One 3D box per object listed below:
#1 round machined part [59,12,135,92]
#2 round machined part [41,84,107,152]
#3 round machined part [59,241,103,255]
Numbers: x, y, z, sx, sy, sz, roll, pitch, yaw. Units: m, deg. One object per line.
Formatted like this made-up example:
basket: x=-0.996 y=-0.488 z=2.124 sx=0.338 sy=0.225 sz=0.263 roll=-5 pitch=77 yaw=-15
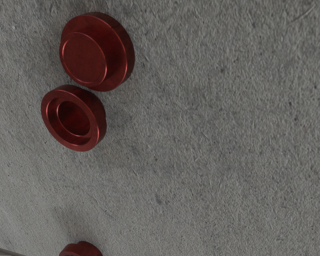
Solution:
round machined part: x=-0.084 y=-0.090 z=0.385 sx=0.098 sy=0.042 sz=0.097 roll=13 pitch=124 yaw=21
round machined part: x=-0.118 y=-0.018 z=0.447 sx=0.098 sy=0.042 sz=0.097 roll=13 pitch=124 yaw=21
round machined part: x=-0.159 y=0.278 z=0.652 sx=0.098 sy=0.042 sz=0.097 roll=13 pitch=124 yaw=21
